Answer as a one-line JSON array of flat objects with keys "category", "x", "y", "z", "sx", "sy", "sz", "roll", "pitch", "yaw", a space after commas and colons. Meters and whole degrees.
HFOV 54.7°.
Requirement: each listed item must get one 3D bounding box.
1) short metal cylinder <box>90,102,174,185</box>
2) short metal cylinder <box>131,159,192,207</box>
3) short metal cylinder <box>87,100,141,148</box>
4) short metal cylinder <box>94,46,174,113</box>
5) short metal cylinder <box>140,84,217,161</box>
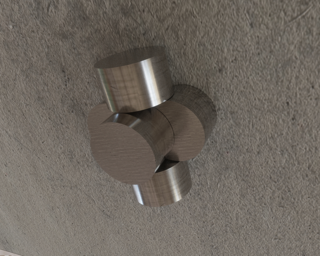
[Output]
[{"category": "short metal cylinder", "x": -0.031, "y": 0.017, "z": 0.352, "sx": 0.080, "sy": 0.050, "sz": 0.079, "roll": 13, "pitch": 124, "yaw": 20}, {"category": "short metal cylinder", "x": -0.002, "y": 0.058, "z": 0.408, "sx": 0.080, "sy": 0.080, "sz": 0.050, "roll": 0, "pitch": 119, "yaw": 27}, {"category": "short metal cylinder", "x": -0.048, "y": -0.007, "z": 0.411, "sx": 0.080, "sy": 0.050, "sz": 0.079, "roll": 13, "pitch": 124, "yaw": 20}, {"category": "short metal cylinder", "x": -0.028, "y": -0.057, "z": 0.351, "sx": 0.080, "sy": 0.080, "sz": 0.050, "roll": 0, "pitch": 118, "yaw": 28}, {"category": "short metal cylinder", "x": 0.023, "y": -0.007, "z": 0.374, "sx": 0.080, "sy": 0.050, "sz": 0.079, "roll": 13, "pitch": 124, "yaw": 20}]
